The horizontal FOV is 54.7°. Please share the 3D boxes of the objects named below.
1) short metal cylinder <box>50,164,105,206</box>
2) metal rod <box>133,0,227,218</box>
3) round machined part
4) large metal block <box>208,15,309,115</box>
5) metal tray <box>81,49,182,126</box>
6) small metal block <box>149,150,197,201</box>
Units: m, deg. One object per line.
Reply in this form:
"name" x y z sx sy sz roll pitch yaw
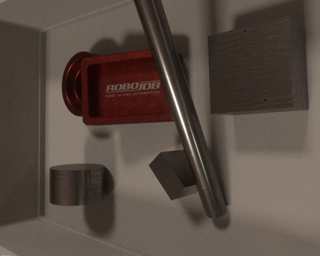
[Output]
"short metal cylinder" -0.125 0.084 0.472 0.080 0.081 0.050 0 90 39
"metal rod" 0.017 -0.040 0.317 0.025 0.025 0.298 -7 109 39
"round machined part" -0.106 -0.066 0.481 0.098 0.042 0.097 0 90 39
"large metal block" 0.097 -0.056 0.309 0.080 0.050 0.079 -3 88 39
"metal tray" -0.037 -0.051 0.402 0.130 0.030 0.089 -3 88 18
"small metal block" 0.023 0.054 0.370 0.025 0.050 0.050 -50 61 28
